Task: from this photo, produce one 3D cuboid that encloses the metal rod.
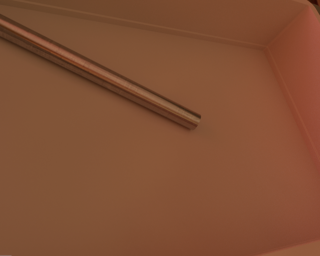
[{"bbox_3d":[-0.082,-0.071,0.404,0.301,0.025,0.025,26,53,-12],"label":"metal rod"}]
